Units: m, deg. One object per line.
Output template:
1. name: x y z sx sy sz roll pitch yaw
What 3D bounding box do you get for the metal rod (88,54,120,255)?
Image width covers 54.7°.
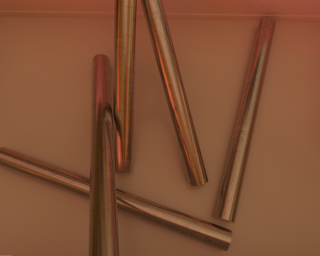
1. metal rod: -0.064 0.012 0.344 0.025 0.025 0.300 -8 47 -3

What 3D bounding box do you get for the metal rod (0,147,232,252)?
1. metal rod: -0.061 0.084 0.378 0.301 0.025 0.025 19 71 6

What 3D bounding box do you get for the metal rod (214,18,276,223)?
1. metal rod: 0.120 -0.024 0.419 0.025 0.025 0.299 16 71 5

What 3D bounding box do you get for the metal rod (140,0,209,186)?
1. metal rod: 0.010 -0.075 0.374 0.025 0.025 0.298 -16 95 -6

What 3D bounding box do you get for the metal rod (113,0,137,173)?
1. metal rod: -0.041 -0.093 0.362 0.025 0.025 0.298 3 102 0
